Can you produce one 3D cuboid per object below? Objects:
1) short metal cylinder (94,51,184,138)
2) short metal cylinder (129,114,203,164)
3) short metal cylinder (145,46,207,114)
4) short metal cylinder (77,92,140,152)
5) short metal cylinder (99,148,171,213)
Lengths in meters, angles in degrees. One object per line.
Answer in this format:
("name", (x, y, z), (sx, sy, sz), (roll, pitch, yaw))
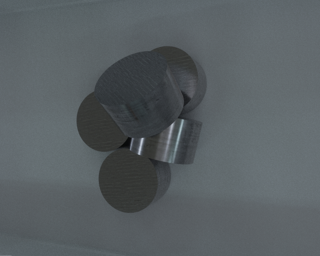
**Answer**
("short metal cylinder", (-0.021, -0.036, 0.327), (0.080, 0.050, 0.080), (-15, 45, 16))
("short metal cylinder", (0.007, 0.009, 0.377), (0.080, 0.080, 0.050), (14, 95, 19))
("short metal cylinder", (0.014, -0.057, 0.390), (0.080, 0.050, 0.079), (0, 90, 19))
("short metal cylinder", (-0.063, -0.010, 0.416), (0.080, 0.050, 0.079), (0, 90, 19))
("short metal cylinder", (-0.032, 0.065, 0.405), (0.080, 0.050, 0.079), (0, 90, 19))
